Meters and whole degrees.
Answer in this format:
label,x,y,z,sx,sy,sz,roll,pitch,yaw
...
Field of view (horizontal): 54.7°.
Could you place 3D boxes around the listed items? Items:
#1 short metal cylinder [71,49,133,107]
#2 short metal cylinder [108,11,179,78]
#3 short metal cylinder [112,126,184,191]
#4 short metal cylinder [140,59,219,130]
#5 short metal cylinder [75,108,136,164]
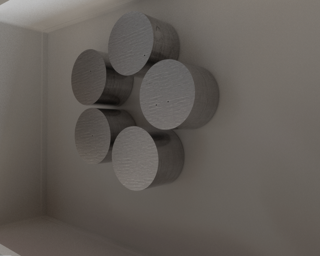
label,x,y,z,sx,sy,sz,roll,pitch,yaw
short metal cylinder,-0.087,-0.072,0.460,0.080,0.050,0.080,0,90,40
short metal cylinder,-0.022,-0.106,0.406,0.080,0.050,0.080,0,90,40
short metal cylinder,-0.016,0.037,0.402,0.080,0.050,0.080,0,90,40
short metal cylinder,0.022,-0.038,0.370,0.080,0.050,0.080,0,90,40
short metal cylinder,-0.080,0.011,0.454,0.080,0.050,0.080,0,90,40
